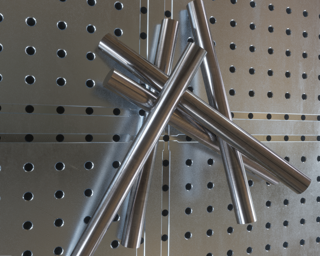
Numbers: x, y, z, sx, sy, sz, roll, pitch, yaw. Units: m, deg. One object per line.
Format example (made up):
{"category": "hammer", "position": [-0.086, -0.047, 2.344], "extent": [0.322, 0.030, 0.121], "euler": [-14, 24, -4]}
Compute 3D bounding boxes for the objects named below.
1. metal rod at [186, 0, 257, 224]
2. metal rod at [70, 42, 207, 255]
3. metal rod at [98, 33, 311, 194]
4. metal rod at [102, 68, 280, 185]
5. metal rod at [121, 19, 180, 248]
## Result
{"category": "metal rod", "position": [0.079, -0.028, 0.409], "extent": [0.025, 0.025, 0.298], "euler": [-8, 80, -20]}
{"category": "metal rod", "position": [-0.030, 0.039, 0.364], "extent": [0.025, 0.025, 0.299], "euler": [28, 95, -19]}
{"category": "metal rod", "position": [0.051, -0.020, 0.380], "extent": [0.301, 0.025, 0.025], "euler": [36, 77, 3]}
{"category": "metal rod", "position": [0.060, 0.009, 0.417], "extent": [0.301, 0.025, 0.025], "euler": [30, 80, -25]}
{"category": "metal rod", "position": [-0.012, 0.004, 0.409], "extent": [0.025, 0.025, 0.298], "euler": [12, 86, -20]}
